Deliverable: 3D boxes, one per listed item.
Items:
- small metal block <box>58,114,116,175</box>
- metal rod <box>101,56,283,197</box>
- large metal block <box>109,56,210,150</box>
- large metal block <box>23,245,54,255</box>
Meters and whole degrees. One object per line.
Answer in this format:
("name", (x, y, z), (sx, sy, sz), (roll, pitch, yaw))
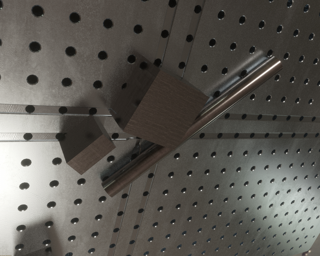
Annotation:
("small metal block", (-0.086, 0.018, 0.360), (0.050, 0.050, 0.025), (-39, 130, -2))
("metal rod", (0.048, -0.004, 0.436), (0.301, 0.025, 0.025), (-37, 130, -4))
("large metal block", (-0.001, -0.028, 0.378), (0.080, 0.050, 0.080), (23, 106, -37))
("large metal block", (-0.162, 0.228, 0.429), (0.050, 0.080, 0.079), (-16, 125, -20))
